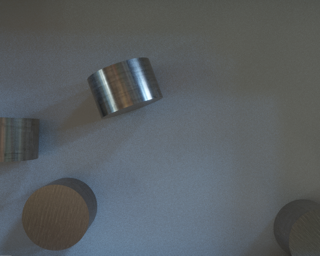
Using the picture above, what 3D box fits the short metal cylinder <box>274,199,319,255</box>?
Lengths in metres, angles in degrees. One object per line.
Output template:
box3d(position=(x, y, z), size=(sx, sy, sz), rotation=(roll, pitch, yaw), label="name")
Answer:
box3d(position=(0.197, 0.138, 0.402), size=(0.081, 0.050, 0.079), rotation=(0, 90, -1), label="short metal cylinder")

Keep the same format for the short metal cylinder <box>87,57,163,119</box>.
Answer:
box3d(position=(-0.043, -0.048, 0.383), size=(0.080, 0.080, 0.050), rotation=(-20, 90, 0), label="short metal cylinder")

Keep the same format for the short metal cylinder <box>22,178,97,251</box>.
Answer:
box3d(position=(-0.126, 0.108, 0.397), size=(0.081, 0.050, 0.079), rotation=(0, 90, -1), label="short metal cylinder")

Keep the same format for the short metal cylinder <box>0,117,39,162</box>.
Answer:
box3d(position=(-0.192, 0.012, 0.381), size=(0.081, 0.080, 0.050), rotation=(2, 90, -1), label="short metal cylinder")
